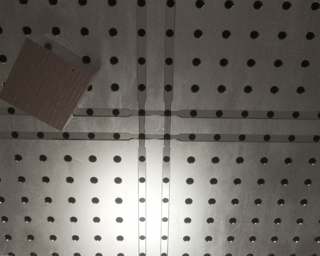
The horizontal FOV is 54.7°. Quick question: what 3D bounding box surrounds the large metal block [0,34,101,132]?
[{"bbox_3d":[-0.132,-0.056,0.378,0.080,0.050,0.080,30,107,-11],"label":"large metal block"}]
